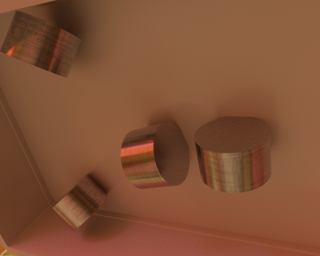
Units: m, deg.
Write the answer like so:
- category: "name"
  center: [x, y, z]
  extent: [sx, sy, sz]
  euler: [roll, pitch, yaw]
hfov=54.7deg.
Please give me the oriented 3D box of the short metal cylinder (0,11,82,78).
- category: "short metal cylinder"
  center: [-0.143, -0.100, 0.378]
  extent: [0.080, 0.080, 0.050]
  euler: [23, 93, 14]

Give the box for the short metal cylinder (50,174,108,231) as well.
- category: "short metal cylinder"
  center: [-0.135, 0.124, 0.521]
  extent: [0.050, 0.080, 0.080]
  euler: [47, 129, -5]

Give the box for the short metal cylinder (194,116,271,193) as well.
- category: "short metal cylinder"
  center: [0.082, 0.027, 0.347]
  extent: [0.080, 0.080, 0.050]
  euler: [3, 120, 27]

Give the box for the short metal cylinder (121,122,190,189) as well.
- category: "short metal cylinder"
  center: [-0.004, 0.036, 0.398]
  extent: [0.050, 0.080, 0.080]
  euler: [-13, 112, 34]
